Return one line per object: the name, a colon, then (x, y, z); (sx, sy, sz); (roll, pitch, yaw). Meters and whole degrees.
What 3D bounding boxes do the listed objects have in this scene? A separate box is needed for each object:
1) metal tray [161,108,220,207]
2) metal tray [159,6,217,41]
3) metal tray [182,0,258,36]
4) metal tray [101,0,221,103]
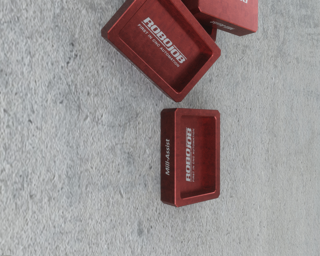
metal tray: (0.045, 0.038, 0.438); (0.091, 0.030, 0.129); (0, 90, -40)
metal tray: (0.045, -0.192, 0.438); (0.091, 0.030, 0.129); (13, 82, -39)
metal tray: (0.089, -0.189, 0.435); (0.131, 0.030, 0.089); (1, 89, -40)
metal tray: (0.006, -0.104, 0.382); (0.130, 0.030, 0.090); (40, 91, -33)
